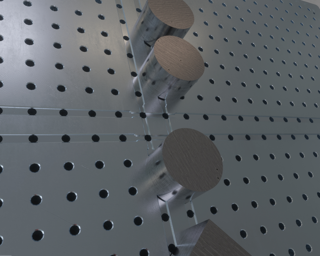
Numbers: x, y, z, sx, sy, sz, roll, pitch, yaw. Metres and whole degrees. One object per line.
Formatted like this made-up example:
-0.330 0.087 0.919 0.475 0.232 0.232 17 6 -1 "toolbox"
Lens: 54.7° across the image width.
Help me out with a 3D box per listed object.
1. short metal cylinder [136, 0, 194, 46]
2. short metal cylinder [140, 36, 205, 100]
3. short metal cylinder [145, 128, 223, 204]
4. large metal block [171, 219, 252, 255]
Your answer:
0.008 -0.173 0.502 0.081 0.050 0.080 14 56 -21 "short metal cylinder"
0.018 -0.088 0.455 0.081 0.050 0.080 14 56 -21 "short metal cylinder"
0.029 0.047 0.379 0.081 0.050 0.080 14 56 -21 "short metal cylinder"
0.052 0.158 0.323 0.080 0.050 0.080 41 51 0 "large metal block"
